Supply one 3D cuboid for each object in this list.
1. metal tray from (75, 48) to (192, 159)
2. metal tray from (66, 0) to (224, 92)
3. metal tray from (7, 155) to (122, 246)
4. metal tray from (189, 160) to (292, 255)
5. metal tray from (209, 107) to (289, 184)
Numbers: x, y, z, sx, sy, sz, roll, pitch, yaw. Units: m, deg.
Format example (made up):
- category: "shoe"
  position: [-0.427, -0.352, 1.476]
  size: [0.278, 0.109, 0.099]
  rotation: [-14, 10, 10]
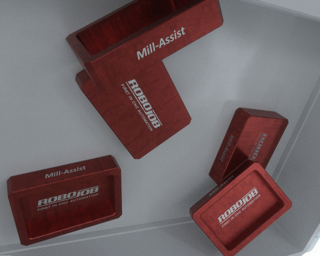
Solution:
- category: "metal tray"
  position: [-0.026, -0.032, 0.371]
  size: [0.090, 0.030, 0.130]
  rotation: [-35, 129, -5]
- category: "metal tray"
  position: [-0.018, -0.094, 0.298]
  size: [0.131, 0.090, 0.030]
  rotation: [-31, 129, -8]
- category: "metal tray"
  position: [-0.116, 0.091, 0.398]
  size: [0.131, 0.030, 0.089]
  rotation: [-11, 123, -23]
- category: "metal tray"
  position: [0.123, 0.123, 0.477]
  size: [0.130, 0.030, 0.090]
  rotation: [-40, 92, -2]
- category: "metal tray"
  position: [0.143, 0.034, 0.505]
  size: [0.091, 0.030, 0.129]
  rotation: [4, 117, -30]
